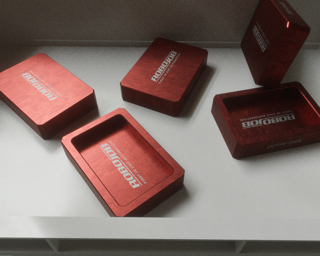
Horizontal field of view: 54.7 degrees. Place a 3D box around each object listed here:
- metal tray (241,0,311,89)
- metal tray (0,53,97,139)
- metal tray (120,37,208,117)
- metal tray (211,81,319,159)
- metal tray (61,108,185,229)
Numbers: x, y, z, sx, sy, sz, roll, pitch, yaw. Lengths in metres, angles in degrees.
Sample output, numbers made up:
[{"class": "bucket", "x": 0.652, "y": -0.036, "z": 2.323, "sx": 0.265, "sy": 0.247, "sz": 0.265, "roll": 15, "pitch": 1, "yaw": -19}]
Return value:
[{"class": "metal tray", "x": 0.157, "y": -0.128, "z": 0.442, "sx": 0.030, "sy": 0.089, "sz": 0.130, "roll": 12, "pitch": 39, "yaw": -8}, {"class": "metal tray", "x": -0.166, "y": -0.051, "z": 0.442, "sx": 0.130, "sy": 0.030, "sz": 0.090, "roll": 36, "pitch": 58, "yaw": 26}, {"class": "metal tray", "x": 0.009, "y": -0.082, "z": 0.471, "sx": 0.090, "sy": 0.030, "sz": 0.130, "roll": 19, "pitch": 52, "yaw": 15}, {"class": "metal tray", "x": 0.145, "y": -0.014, "z": 0.415, "sx": 0.131, "sy": 0.030, "sz": 0.090, "roll": -10, "pitch": 51, "yaw": -9}, {"class": "metal tray", "x": -0.045, "y": 0.040, "z": 0.366, "sx": 0.091, "sy": 0.030, "sz": 0.130, "roll": -31, "pitch": 57, "yaw": -24}]
